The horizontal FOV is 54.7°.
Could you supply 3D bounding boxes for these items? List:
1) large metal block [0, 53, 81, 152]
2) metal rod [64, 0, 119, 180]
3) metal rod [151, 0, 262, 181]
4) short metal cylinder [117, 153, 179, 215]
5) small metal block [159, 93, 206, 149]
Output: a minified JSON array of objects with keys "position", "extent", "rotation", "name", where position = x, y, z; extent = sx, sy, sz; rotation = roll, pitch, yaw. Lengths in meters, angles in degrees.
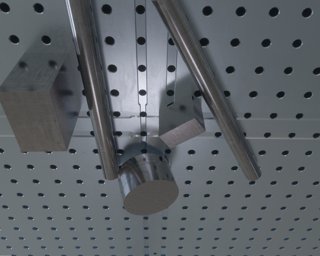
[{"position":[-0.129,-0.030,0.349],"extent":[0.050,0.080,0.079],"rotation":[-1,130,0],"name":"large metal block"},{"position":[-0.078,-0.044,0.373],"extent":[0.025,0.025,0.298],"rotation":[-1,130,1],"name":"metal rod"},{"position":[0.072,-0.030,0.386],"extent":[0.025,0.025,0.300],"rotation":[-22,127,17],"name":"metal rod"},{"position":[-0.018,0.083,0.453],"extent":[0.081,0.050,0.079],"rotation":[-11,133,-12],"name":"short metal cylinder"},{"position":[0.026,-0.009,0.388],"extent":[0.050,0.050,0.025],"rotation":[-28,125,21],"name":"small metal block"}]
